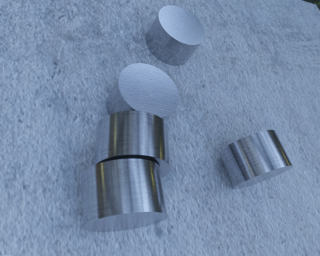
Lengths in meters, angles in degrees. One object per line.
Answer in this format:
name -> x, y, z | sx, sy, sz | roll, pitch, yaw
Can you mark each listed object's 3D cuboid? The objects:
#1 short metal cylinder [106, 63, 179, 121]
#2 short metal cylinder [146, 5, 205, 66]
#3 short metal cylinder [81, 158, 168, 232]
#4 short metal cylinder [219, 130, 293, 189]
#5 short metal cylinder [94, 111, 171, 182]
short metal cylinder -> -0.023, -0.036, 0.399 | 0.081, 0.050, 0.080 | 14, 56, -21
short metal cylinder -> 0.024, -0.146, 0.492 | 0.081, 0.050, 0.080 | 14, 56, -21
short metal cylinder -> -0.036, 0.069, 0.308 | 0.081, 0.080, 0.050 | 5, 60, -26
short metal cylinder -> 0.127, 0.043, 0.413 | 0.081, 0.080, 0.050 | -6, 65, -31
short metal cylinder -> -0.030, 0.024, 0.339 | 0.081, 0.080, 0.050 | 11, 57, -23
